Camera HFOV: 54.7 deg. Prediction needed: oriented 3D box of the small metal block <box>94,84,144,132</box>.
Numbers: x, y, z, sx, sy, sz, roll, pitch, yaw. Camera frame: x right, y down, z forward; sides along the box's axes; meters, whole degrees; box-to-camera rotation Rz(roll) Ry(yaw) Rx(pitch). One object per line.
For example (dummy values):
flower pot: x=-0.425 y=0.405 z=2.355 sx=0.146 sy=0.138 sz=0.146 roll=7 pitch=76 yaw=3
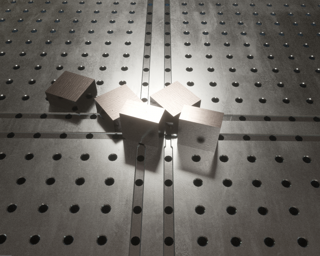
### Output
small metal block: x=-0.055 y=-0.029 z=0.431 sx=0.050 sy=0.025 sz=0.050 roll=-29 pitch=56 yaw=-23

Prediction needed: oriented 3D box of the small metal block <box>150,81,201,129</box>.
small metal block: x=0.021 y=-0.034 z=0.436 sx=0.050 sy=0.025 sz=0.050 roll=-32 pitch=57 yaw=-24

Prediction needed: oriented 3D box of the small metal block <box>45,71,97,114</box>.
small metal block: x=-0.128 y=-0.053 z=0.450 sx=0.050 sy=0.025 sz=0.050 roll=18 pitch=52 yaw=14

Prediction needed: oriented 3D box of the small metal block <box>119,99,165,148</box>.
small metal block: x=-0.021 y=-0.005 z=0.395 sx=0.050 sy=0.050 sz=0.025 roll=15 pitch=52 yaw=11

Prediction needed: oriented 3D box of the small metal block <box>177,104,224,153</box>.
small metal block: x=0.050 y=0.001 z=0.391 sx=0.050 sy=0.050 sz=0.025 roll=13 pitch=51 yaw=10
